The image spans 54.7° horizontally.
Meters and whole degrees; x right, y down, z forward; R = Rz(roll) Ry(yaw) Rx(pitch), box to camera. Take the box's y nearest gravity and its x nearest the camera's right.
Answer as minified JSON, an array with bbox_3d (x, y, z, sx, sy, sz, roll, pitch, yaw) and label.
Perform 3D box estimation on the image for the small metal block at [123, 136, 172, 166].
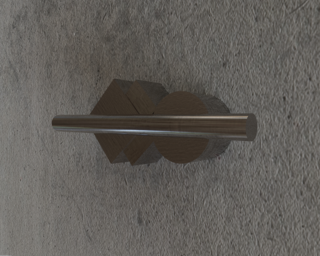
[{"bbox_3d":[-0.011,0.021,0.401,0.050,0.050,0.025,-50,61,28],"label":"small metal block"}]

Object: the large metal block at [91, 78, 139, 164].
[{"bbox_3d":[-0.046,-0.009,0.426,0.080,0.050,0.080,-49,61,28],"label":"large metal block"}]

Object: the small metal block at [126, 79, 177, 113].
[{"bbox_3d":[-0.008,-0.033,0.397,0.025,0.050,0.050,-50,61,28],"label":"small metal block"}]

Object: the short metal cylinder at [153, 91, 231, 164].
[{"bbox_3d":[0.037,-0.001,0.359,0.080,0.050,0.080,0,90,40],"label":"short metal cylinder"}]

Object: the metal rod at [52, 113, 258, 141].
[{"bbox_3d":[-0.035,-0.004,0.367,0.300,0.025,0.025,2,91,40],"label":"metal rod"}]
